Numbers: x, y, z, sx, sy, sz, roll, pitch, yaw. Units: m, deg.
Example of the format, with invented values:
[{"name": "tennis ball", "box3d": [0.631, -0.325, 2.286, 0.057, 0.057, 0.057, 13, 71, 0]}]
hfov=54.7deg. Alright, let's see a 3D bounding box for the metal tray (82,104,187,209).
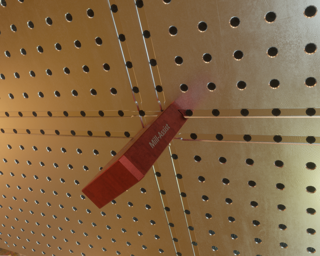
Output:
[{"name": "metal tray", "box3d": [-0.027, 0.030, 0.375, 0.030, 0.131, 0.090, 47, 129, -4]}]
